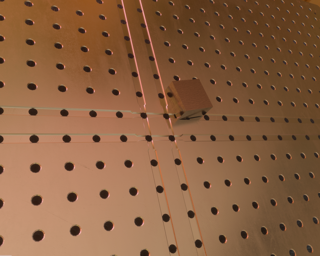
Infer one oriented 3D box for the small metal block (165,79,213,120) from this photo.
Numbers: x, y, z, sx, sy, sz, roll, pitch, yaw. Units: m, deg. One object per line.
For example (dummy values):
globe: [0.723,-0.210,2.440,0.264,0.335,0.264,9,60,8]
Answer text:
small metal block: [0.042,-0.043,0.456,0.050,0.025,0.050,-10,67,-33]
